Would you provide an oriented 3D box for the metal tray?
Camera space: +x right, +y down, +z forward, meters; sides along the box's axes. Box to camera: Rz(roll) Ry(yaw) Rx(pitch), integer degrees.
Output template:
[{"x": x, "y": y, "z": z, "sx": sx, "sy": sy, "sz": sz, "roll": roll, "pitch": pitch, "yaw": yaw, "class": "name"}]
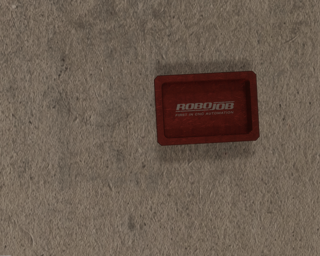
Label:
[{"x": 0.060, "y": -0.025, "z": 0.408, "sx": 0.131, "sy": 0.030, "sz": 0.089, "roll": -3, "pitch": 90, "yaw": -1, "class": "metal tray"}]
